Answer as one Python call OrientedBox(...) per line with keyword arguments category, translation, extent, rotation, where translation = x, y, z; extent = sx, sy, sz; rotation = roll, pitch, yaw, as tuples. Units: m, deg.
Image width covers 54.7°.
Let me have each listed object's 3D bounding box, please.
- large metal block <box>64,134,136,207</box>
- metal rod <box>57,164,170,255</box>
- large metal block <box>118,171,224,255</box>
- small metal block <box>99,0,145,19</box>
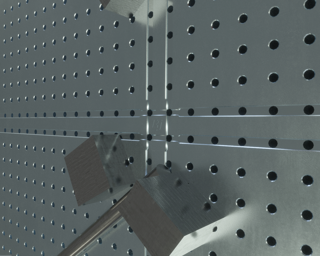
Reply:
OrientedBox(category="large metal block", translation=(-0.092, 0.063, 0.470), extent=(0.080, 0.050, 0.080), rotation=(-34, 69, 35))
OrientedBox(category="metal rod", translation=(-0.086, 0.148, 0.480), extent=(0.299, 0.025, 0.025), rotation=(-45, 63, 30))
OrientedBox(category="large metal block", translation=(0.013, 0.101, 0.363), extent=(0.080, 0.081, 0.050), rotation=(45, 117, 30))
OrientedBox(category="small metal block", translation=(-0.050, -0.187, 0.434), extent=(0.050, 0.050, 0.025), rotation=(-43, 64, 31))
